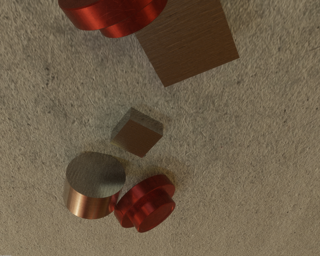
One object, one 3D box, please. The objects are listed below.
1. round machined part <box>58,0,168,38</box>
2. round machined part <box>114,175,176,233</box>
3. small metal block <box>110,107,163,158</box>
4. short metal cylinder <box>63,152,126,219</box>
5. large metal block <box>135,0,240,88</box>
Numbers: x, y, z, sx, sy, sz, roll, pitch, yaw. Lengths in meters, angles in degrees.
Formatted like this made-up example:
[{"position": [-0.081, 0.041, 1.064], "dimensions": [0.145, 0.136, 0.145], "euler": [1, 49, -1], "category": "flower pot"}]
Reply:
[{"position": [-0.032, -0.115, 0.262], "dimensions": [0.098, 0.098, 0.042], "euler": [-20, 137, 16], "category": "round machined part"}, {"position": [-0.016, 0.119, 0.465], "dimensions": [0.099, 0.042, 0.097], "euler": [-30, 149, -20], "category": "round machined part"}, {"position": [-0.031, 0.007, 0.413], "dimensions": [0.050, 0.025, 0.050], "euler": [28, 125, -22], "category": "small metal block"}, {"position": [-0.093, 0.081, 0.438], "dimensions": [0.081, 0.080, 0.050], "euler": [12, 129, -11], "category": "short metal cylinder"}, {"position": [0.024, -0.098, 0.307], "dimensions": [0.080, 0.050, 0.080], "euler": [-20, 128, 16], "category": "large metal block"}]
